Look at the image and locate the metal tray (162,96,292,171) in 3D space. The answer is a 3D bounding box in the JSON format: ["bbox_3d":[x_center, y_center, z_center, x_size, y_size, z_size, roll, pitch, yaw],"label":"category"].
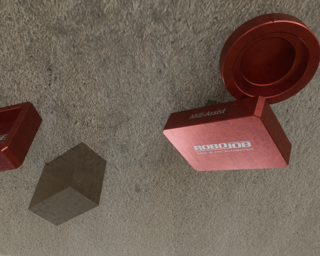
[{"bbox_3d":[0.079,0.013,0.379,0.130,0.030,0.090,-10,133,41],"label":"metal tray"}]

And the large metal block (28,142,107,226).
[{"bbox_3d":[-0.127,0.079,0.437,0.080,0.080,0.050,-30,124,22],"label":"large metal block"}]

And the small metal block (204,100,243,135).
[{"bbox_3d":[0.079,-0.005,0.404,0.050,0.025,0.050,12,129,-10],"label":"small metal block"}]

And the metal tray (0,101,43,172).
[{"bbox_3d":[-0.220,0.017,0.376,0.131,0.090,0.030,-11,129,9],"label":"metal tray"}]

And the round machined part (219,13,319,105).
[{"bbox_3d":[0.113,-0.076,0.333,0.099,0.042,0.097,0,130,0],"label":"round machined part"}]
